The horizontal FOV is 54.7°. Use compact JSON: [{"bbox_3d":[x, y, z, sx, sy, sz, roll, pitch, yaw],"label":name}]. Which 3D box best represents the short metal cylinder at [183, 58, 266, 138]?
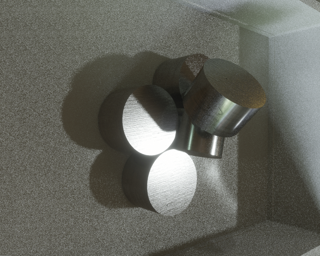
[{"bbox_3d":[0.074,-0.036,0.361,0.081,0.050,0.080,17,44,-17],"label":"short metal cylinder"}]

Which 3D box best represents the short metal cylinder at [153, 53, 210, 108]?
[{"bbox_3d":[0.038,-0.057,0.422,0.081,0.050,0.079,0,90,-40],"label":"short metal cylinder"}]

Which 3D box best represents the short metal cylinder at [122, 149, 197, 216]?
[{"bbox_3d":[0.000,0.065,0.390,0.081,0.050,0.079,0,90,-40],"label":"short metal cylinder"}]

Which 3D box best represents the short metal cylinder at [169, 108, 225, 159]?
[{"bbox_3d":[0.045,0.009,0.409,0.081,0.080,0.050,17,79,-39],"label":"short metal cylinder"}]

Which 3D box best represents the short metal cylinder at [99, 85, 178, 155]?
[{"bbox_3d":[-0.025,-0.009,0.369,0.081,0.050,0.079,0,90,-40],"label":"short metal cylinder"}]
